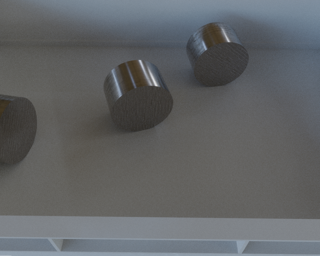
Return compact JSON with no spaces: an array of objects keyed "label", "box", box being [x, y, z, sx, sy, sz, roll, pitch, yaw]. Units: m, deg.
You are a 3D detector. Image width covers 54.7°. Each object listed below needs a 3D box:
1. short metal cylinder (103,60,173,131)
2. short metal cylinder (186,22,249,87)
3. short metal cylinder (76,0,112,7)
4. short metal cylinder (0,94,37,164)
[{"label":"short metal cylinder","box":[-0.029,-0.041,0.403,0.081,0.080,0.050,-13,52,-11]},{"label":"short metal cylinder","box":[0.084,-0.108,0.461,0.081,0.080,0.050,-7,51,-6]},{"label":"short metal cylinder","box":[-0.139,-0.292,0.636,0.080,0.050,0.080,0,50,0]},{"label":"short metal cylinder","box":[-0.191,0.000,0.368,0.050,0.080,0.080,8,51,7]}]
